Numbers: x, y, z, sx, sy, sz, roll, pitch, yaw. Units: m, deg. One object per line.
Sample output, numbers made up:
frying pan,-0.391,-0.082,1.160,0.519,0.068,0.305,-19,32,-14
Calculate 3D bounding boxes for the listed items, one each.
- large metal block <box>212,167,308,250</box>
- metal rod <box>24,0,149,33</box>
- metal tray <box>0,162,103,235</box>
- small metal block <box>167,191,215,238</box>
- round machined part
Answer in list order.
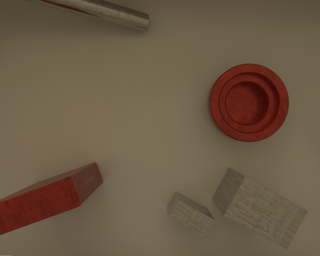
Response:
large metal block,0.118,0.095,0.386,0.080,0.080,0.050,29,90,-1
metal rod,-0.156,-0.158,0.349,0.302,0.025,0.025,8,90,-25
metal tray,-0.124,0.075,0.357,0.090,0.130,0.030,-20,90,0
small metal block,0.038,0.110,0.400,0.050,0.050,0.025,29,90,-1
round machined part,0.111,-0.031,0.404,0.099,0.042,0.097,0,90,-1
